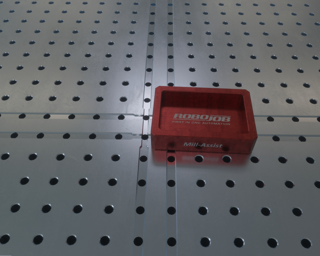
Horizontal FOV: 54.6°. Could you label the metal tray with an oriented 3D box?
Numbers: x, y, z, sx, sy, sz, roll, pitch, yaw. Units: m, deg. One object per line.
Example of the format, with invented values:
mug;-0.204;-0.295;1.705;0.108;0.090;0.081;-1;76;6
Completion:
metal tray;0.056;-0.013;0.415;0.131;0.030;0.090;3;50;2
